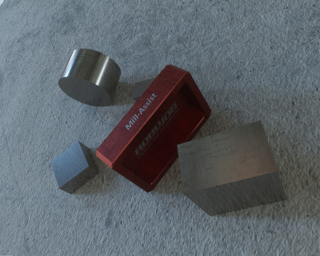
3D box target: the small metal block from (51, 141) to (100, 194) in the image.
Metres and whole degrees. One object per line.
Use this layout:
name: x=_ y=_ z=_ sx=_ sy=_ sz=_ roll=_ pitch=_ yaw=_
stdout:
small metal block: x=-0.119 y=0.055 z=0.433 sx=0.050 sy=0.025 sz=0.050 roll=-37 pitch=51 yaw=3

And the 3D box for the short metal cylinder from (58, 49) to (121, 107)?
short metal cylinder: x=-0.105 y=-0.074 z=0.470 sx=0.080 sy=0.080 sz=0.050 roll=2 pitch=63 yaw=29

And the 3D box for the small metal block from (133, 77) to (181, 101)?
small metal block: x=0.000 y=-0.042 z=0.414 sx=0.050 sy=0.050 sz=0.025 roll=-11 pitch=57 yaw=22

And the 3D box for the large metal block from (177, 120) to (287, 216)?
large metal block: x=0.072 y=0.044 z=0.304 sx=0.080 sy=0.080 sz=0.050 roll=-18 pitch=55 yaw=18

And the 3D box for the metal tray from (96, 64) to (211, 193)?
metal tray: x=-0.001 y=0.003 z=0.360 sx=0.030 sy=0.090 sz=0.130 roll=32 pitch=79 yaw=38
